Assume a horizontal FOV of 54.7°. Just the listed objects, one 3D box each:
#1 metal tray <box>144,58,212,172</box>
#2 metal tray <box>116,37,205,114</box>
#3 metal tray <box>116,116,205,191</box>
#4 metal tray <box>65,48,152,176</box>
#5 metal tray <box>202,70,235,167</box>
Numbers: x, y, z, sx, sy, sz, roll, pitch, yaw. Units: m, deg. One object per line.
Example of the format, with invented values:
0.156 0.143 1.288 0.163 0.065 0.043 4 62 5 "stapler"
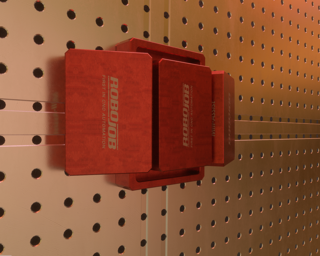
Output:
0.024 -0.015 0.389 0.091 0.030 0.129 -1 91 -40 "metal tray"
0.005 -0.061 0.412 0.131 0.030 0.089 0 90 -40 "metal tray"
0.005 0.029 0.413 0.131 0.030 0.089 0 90 -40 "metal tray"
-0.056 -0.016 0.337 0.091 0.030 0.129 0 91 -14 "metal tray"
0.088 -0.013 0.457 0.090 0.030 0.129 -2 92 -67 "metal tray"
